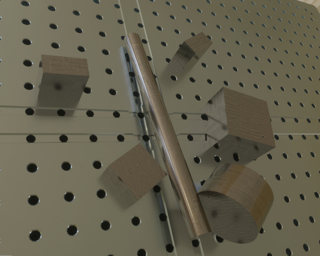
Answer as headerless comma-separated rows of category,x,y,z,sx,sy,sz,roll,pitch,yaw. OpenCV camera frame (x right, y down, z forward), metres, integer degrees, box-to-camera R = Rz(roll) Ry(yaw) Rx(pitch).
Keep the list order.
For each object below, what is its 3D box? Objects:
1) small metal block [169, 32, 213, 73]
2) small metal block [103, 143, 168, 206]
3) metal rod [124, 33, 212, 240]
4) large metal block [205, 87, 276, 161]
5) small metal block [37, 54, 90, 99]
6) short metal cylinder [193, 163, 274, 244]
small metal block,0.049,-0.120,0.494,0.025,0.050,0.050,48,51,5
small metal block,-0.029,0.053,0.361,0.050,0.025,0.050,49,51,6
metal rod,0.000,-0.010,0.398,0.025,0.025,0.299,-2,57,-29
large metal block,0.116,-0.005,0.460,0.081,0.050,0.080,15,56,-20
small metal block,-0.116,-0.059,0.366,0.050,0.050,0.025,-1,62,-29
short metal cylinder,0.086,0.089,0.367,0.080,0.080,0.050,45,51,2
